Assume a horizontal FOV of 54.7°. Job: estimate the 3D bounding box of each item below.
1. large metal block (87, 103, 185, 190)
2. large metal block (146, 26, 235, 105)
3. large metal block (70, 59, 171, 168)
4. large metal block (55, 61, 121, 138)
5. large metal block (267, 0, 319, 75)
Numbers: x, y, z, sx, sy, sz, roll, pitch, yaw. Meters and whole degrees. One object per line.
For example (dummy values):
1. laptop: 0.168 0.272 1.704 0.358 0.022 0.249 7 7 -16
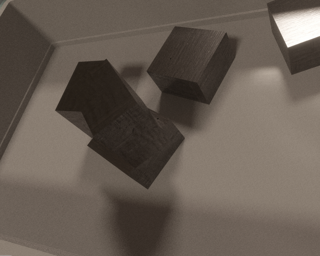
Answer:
1. large metal block: -0.030 0.017 0.393 0.080 0.050 0.080 29 77 37
2. large metal block: 0.043 -0.086 0.419 0.080 0.050 0.080 20 72 35
3. large metal block: -0.042 -0.014 0.336 0.050 0.080 0.080 -38 52 3
4. large metal block: -0.087 -0.038 0.437 0.050 0.080 0.080 4 64 30
5. large metal block: 0.183 -0.121 0.368 0.080 0.050 0.080 -18 55 17
